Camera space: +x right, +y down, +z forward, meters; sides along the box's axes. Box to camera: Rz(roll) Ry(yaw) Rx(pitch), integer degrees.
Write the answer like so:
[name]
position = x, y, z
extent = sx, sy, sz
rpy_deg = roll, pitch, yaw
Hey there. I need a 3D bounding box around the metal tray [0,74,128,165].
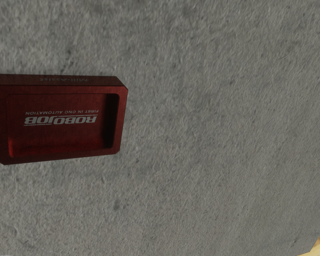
[metal tray]
position = -0.106, -0.010, 0.339
extent = 0.131, 0.030, 0.089
rpy_deg = -4, 120, -27
